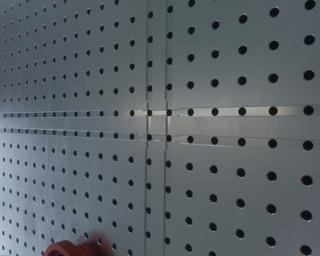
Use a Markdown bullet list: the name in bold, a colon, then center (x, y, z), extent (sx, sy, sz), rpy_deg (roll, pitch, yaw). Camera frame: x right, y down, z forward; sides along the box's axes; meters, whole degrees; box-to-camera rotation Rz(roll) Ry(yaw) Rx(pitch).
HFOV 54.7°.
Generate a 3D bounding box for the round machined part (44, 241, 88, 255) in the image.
- **round machined part**: center (-0.154, 0.240, 0.525), extent (0.098, 0.042, 0.097), rpy_deg (0, 90, 40)
